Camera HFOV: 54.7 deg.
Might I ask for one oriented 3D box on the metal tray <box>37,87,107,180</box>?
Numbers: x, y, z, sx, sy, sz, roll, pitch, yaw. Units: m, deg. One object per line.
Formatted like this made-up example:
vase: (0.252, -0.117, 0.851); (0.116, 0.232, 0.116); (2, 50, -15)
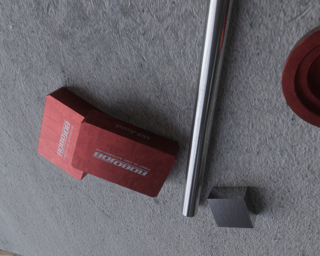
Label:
metal tray: (-0.138, 0.012, 0.482); (0.090, 0.030, 0.129); (32, 128, 6)

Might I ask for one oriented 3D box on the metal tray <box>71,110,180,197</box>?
metal tray: (-0.049, 0.038, 0.430); (0.131, 0.030, 0.089); (21, 126, -4)

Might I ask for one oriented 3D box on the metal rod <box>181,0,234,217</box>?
metal rod: (0.051, -0.003, 0.377); (0.025, 0.025, 0.298); (16, 125, 19)

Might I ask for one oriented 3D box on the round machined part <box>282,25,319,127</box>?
round machined part: (0.164, -0.049, 0.279); (0.098, 0.042, 0.097); (13, 124, 20)

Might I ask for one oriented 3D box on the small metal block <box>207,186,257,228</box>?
small metal block: (0.098, 0.108, 0.421); (0.050, 0.025, 0.050); (-8, 114, 31)
